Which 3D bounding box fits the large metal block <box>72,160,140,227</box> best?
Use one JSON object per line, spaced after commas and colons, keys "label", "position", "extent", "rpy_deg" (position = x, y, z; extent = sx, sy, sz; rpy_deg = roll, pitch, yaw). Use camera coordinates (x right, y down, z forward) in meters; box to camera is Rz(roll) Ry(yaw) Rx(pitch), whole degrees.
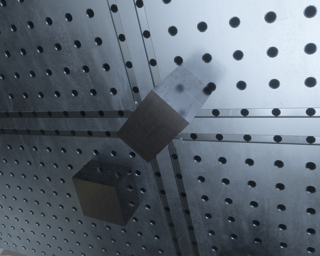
{"label": "large metal block", "position": [-0.086, 0.104, 0.503], "extent": [0.080, 0.050, 0.079], "rpy_deg": [6, 121, 24]}

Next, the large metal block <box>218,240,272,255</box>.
{"label": "large metal block", "position": [0.121, 0.221, 0.448], "extent": [0.050, 0.080, 0.080], "rpy_deg": [47, 129, -5]}

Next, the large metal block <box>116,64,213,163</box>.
{"label": "large metal block", "position": [0.006, -0.018, 0.360], "extent": [0.050, 0.080, 0.080], "rpy_deg": [42, 129, -1]}
